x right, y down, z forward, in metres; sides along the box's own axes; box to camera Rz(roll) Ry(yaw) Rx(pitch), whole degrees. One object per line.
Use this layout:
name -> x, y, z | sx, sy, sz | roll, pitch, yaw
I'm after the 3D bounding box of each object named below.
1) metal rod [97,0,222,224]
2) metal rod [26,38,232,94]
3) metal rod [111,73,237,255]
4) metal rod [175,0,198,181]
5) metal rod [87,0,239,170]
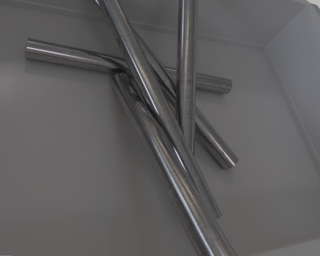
metal rod -> -0.004, -0.031, 0.369 | 0.025, 0.025, 0.299 | -20, 80, -35
metal rod -> -0.026, -0.082, 0.441 | 0.302, 0.025, 0.025 | 6, 59, -25
metal rod -> -0.001, 0.024, 0.307 | 0.025, 0.025, 0.300 | 2, 34, -27
metal rod -> 0.034, -0.080, 0.396 | 0.025, 0.025, 0.298 | 5, 84, -26
metal rod -> 0.004, -0.066, 0.420 | 0.300, 0.025, 0.025 | 51, 51, -3
